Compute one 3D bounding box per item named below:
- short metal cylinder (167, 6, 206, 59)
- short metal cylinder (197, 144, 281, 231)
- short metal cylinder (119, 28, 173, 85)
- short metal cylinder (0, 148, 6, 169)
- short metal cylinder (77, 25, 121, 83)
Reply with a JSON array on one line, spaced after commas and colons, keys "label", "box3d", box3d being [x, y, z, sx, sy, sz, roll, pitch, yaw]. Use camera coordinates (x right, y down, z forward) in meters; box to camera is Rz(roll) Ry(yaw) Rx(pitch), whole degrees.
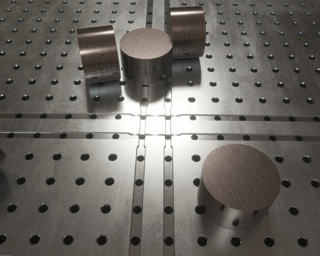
[{"label": "short metal cylinder", "box3d": [0.041, -0.154, 0.502, 0.050, 0.080, 0.080, -5, 50, -4]}, {"label": "short metal cylinder", "box3d": [0.083, 0.064, 0.339, 0.081, 0.050, 0.080, 0, 50, 0]}, {"label": "short metal cylinder", "box3d": [-0.021, -0.113, 0.486, 0.081, 0.050, 0.080, 0, 50, 0]}, {"label": "short metal cylinder", "box3d": [-0.222, 0.034, 0.340, 0.080, 0.080, 0.050, 16, 52, 13]}, {"label": "short metal cylinder", "box3d": [-0.090, -0.110, 0.463, 0.050, 0.080, 0.080, -10, 51, -9]}]
